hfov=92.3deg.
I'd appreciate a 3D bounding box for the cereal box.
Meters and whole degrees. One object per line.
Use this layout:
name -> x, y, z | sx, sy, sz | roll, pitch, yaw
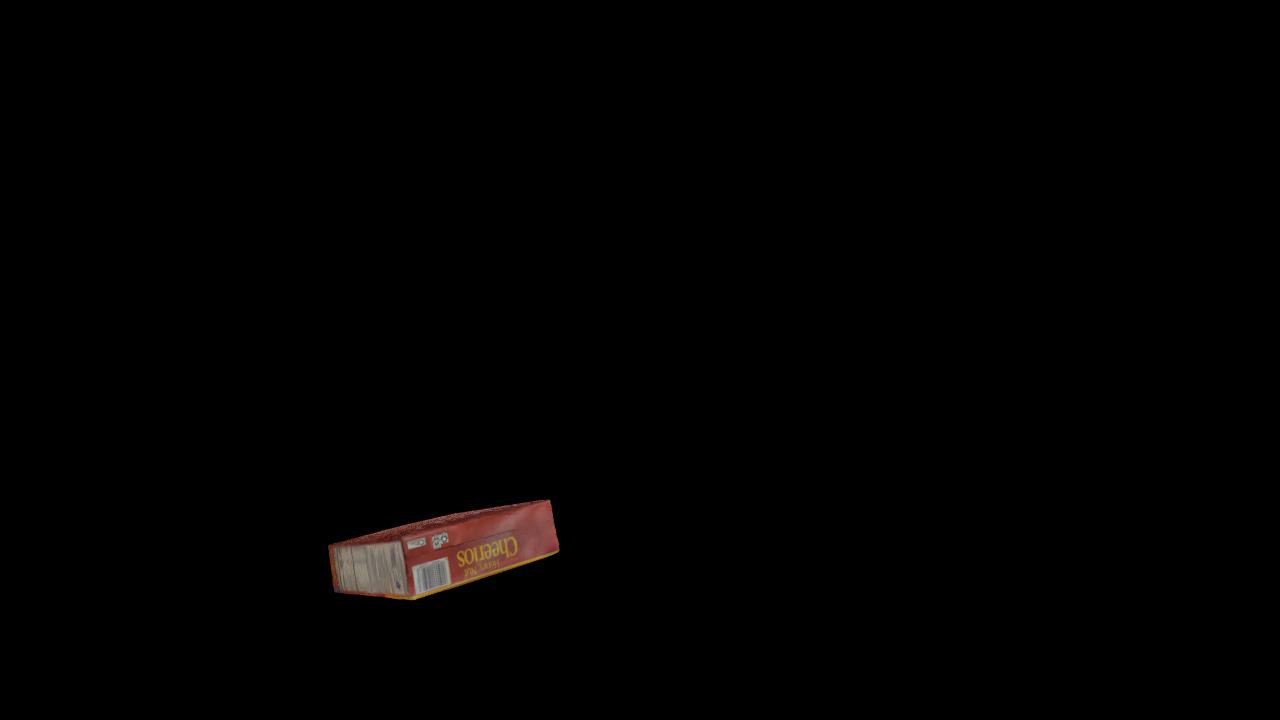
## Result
cereal box -> -0.279, 0.260, 0.847 | 0.203, 0.081, 0.306 | -5, -12, -43
